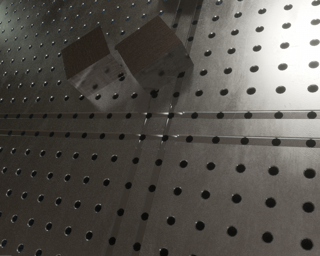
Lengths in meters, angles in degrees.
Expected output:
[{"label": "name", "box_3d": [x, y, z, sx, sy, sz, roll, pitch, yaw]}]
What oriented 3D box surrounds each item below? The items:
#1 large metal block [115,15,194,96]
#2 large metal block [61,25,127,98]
[{"label": "large metal block", "box_3d": [-0.009, -0.109, 0.462, 0.080, 0.050, 0.080, -35, 52, 5]}, {"label": "large metal block", "box_3d": [-0.111, -0.111, 0.516, 0.080, 0.050, 0.080, -30, 52, 9]}]
